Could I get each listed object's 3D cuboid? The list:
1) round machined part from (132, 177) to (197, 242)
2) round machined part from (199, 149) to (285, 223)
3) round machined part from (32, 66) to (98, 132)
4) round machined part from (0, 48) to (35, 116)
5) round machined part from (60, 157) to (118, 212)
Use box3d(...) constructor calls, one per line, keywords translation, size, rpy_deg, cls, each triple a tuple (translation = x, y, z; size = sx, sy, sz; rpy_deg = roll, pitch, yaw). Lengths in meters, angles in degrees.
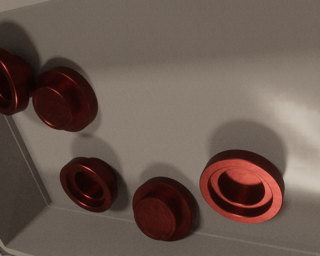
box3d(translation=(0.001, 0.126, 0.459), size=(0.098, 0.042, 0.097), rpy_deg=(7, 108, 25), cls="round machined part")
box3d(translation=(0.102, 0.067, 0.385), size=(0.098, 0.042, 0.097), rpy_deg=(13, 124, 20), cls="round machined part")
box3d(translation=(-0.144, -0.036, 0.449), size=(0.098, 0.042, 0.097), rpy_deg=(13, 124, 20), cls="round machined part")
box3d(translation=(-0.225, -0.071, 0.461), size=(0.098, 0.042, 0.097), rpy_deg=(18, 123, 31), cls="round machined part")
box3d(translation=(-0.111, 0.087, 0.508), size=(0.098, 0.042, 0.097), rpy_deg=(13, 124, 20), cls="round machined part")
